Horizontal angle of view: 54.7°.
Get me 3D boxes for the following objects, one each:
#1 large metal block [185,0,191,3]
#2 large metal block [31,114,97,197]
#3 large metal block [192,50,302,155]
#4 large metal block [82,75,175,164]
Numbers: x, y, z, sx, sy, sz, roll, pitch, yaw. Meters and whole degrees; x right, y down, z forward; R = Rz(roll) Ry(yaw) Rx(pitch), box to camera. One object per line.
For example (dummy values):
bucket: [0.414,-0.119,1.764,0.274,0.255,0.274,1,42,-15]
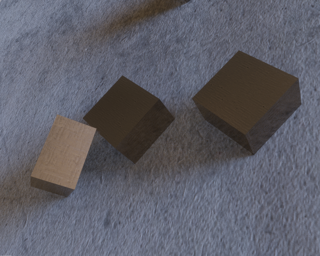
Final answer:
large metal block: [0.051,-0.271,0.506,0.080,0.080,0.050,-36,51,4]
large metal block: [-0.126,0.039,0.402,0.080,0.050,0.080,140,148,-61]
large metal block: [0.099,-0.030,0.354,0.080,0.050,0.080,-46,51,-4]
large metal block: [-0.042,-0.013,0.416,0.080,0.050,0.080,-49,52,-6]
